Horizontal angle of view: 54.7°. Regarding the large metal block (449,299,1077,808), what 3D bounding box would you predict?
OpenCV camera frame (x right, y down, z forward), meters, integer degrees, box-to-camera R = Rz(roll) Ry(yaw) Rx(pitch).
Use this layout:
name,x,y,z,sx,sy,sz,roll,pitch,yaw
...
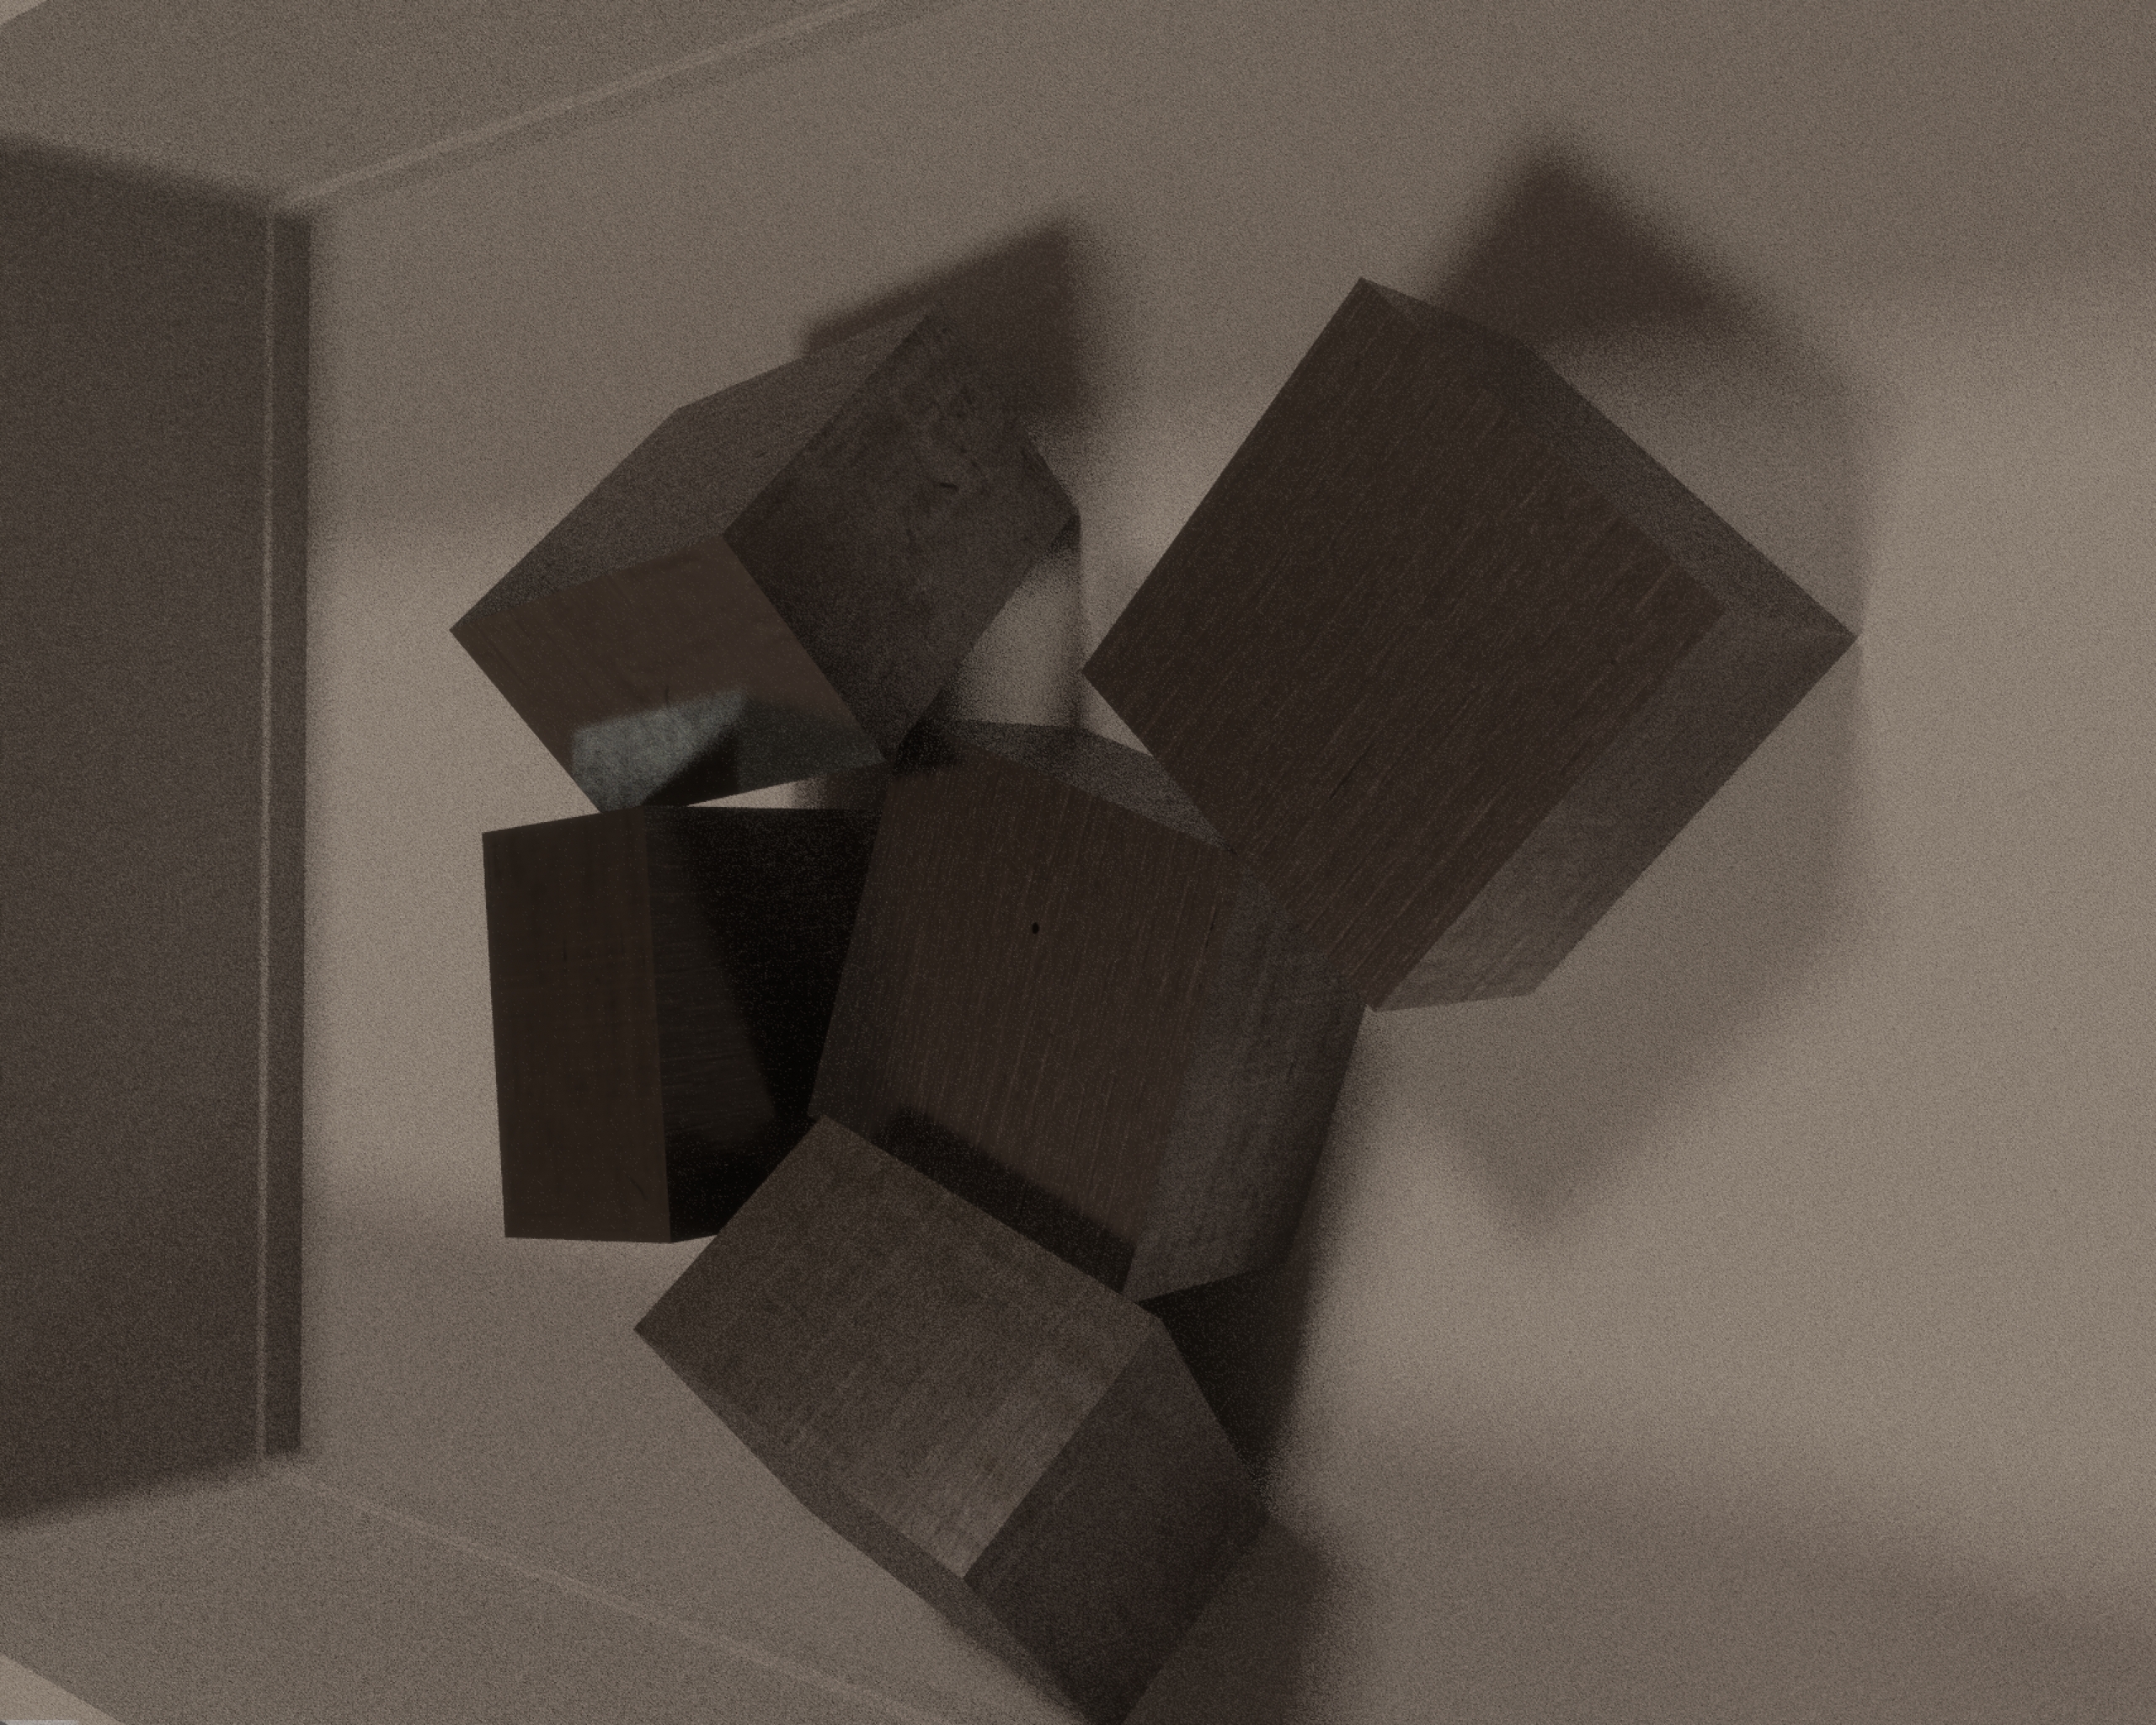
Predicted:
name,x,y,z,sx,sy,sz,roll,pitch,yaw
large metal block,-0.060,-0.058,0.409,0.080,0.080,0.050,-10,126,40

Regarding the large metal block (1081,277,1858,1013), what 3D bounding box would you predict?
name,x,y,z,sx,sy,sz,roll,pitch,yaw
large metal block,0.060,-0.033,0.337,0.080,0.050,0.080,51,120,27

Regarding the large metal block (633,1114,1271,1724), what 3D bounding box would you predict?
name,x,y,z,sx,sy,sz,roll,pitch,yaw
large metal block,-0.020,0.102,0.376,0.080,0.080,0.050,25,63,35

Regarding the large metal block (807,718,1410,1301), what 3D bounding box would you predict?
name,x,y,z,sx,sy,sz,roll,pitch,yaw
large metal block,0.004,0.024,0.385,0.080,0.050,0.079,24,105,37

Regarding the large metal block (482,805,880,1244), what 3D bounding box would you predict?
name,x,y,z,sx,sy,sz,roll,pitch,yaw
large metal block,-0.070,0.031,0.425,0.050,0.081,0.080,-7,86,39
